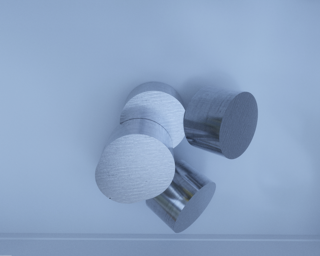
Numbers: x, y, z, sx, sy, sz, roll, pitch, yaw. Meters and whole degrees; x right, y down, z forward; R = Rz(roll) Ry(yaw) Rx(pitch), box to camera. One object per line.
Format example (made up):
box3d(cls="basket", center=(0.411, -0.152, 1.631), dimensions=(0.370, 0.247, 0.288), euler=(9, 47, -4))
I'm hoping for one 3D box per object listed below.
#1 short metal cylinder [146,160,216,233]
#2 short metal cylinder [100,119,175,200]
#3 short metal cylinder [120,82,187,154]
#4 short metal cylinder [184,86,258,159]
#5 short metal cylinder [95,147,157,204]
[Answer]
box3d(cls="short metal cylinder", center=(0.028, 0.089, 0.406), dimensions=(0.050, 0.081, 0.079), euler=(36, 111, 30))
box3d(cls="short metal cylinder", center=(-0.024, 0.035, 0.354), dimensions=(0.081, 0.050, 0.079), euler=(0, 110, -1))
box3d(cls="short metal cylinder", center=(-0.007, -0.014, 0.391), dimensions=(0.081, 0.050, 0.079), euler=(0, 110, -1))
box3d(cls="short metal cylinder", center=(0.074, -0.008, 0.372), dimensions=(0.081, 0.050, 0.079), euler=(-18, 115, -42))
box3d(cls="short metal cylinder", center=(-0.042, 0.054, 0.416), dimensions=(0.081, 0.050, 0.079), euler=(0, 110, -1))
